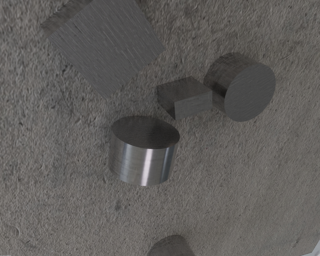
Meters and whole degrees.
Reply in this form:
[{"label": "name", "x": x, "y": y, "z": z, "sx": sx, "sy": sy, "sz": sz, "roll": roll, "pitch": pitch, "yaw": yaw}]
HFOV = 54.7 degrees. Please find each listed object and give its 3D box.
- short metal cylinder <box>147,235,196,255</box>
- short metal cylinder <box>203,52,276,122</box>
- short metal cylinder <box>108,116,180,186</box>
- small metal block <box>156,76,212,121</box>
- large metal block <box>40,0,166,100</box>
[{"label": "short metal cylinder", "x": 0.023, "y": 0.239, "z": 0.551, "sx": 0.081, "sy": 0.050, "sz": 0.079, "roll": -14, "pitch": 124, "yaw": -21}, {"label": "short metal cylinder", "x": 0.105, "y": -0.055, "z": 0.415, "sx": 0.081, "sy": 0.050, "sz": 0.079, "roll": -14, "pitch": 124, "yaw": -21}, {"label": "short metal cylinder", "x": -0.020, "y": 0.025, "z": 0.376, "sx": 0.081, "sy": 0.080, "sz": 0.050, "roll": -4, "pitch": 120, "yaw": -27}, {"label": "small metal block", "x": 0.030, "y": -0.038, "z": 0.383, "sx": 0.050, "sy": 0.050, "sz": 0.025, "roll": -18, "pitch": 126, "yaw": -18}, {"label": "large metal block", "x": -0.055, "y": -0.089, "z": 0.305, "sx": 0.080, "sy": 0.050, "sz": 0.080, "roll": -40, "pitch": 130, "yaw": -1}]
